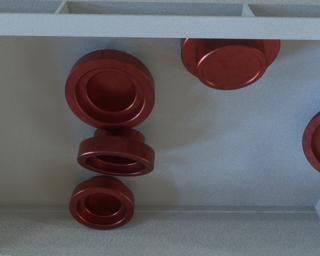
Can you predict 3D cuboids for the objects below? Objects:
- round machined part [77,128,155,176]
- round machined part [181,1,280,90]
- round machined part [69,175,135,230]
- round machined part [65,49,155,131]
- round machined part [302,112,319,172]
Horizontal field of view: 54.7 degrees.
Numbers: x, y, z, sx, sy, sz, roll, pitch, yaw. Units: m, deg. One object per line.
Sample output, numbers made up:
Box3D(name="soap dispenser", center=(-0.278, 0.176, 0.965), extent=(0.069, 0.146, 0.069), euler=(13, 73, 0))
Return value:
Box3D(name="round machined part", center=(-0.055, 0.029, 0.407), extent=(0.099, 0.042, 0.098), euler=(3, 155, 2))
Box3D(name="round machined part", center=(0.070, -0.075, 0.315), extent=(0.099, 0.042, 0.098), euler=(1, 151, 1))
Box3D(name="round machined part", center=(-0.089, 0.113, 0.490), extent=(0.099, 0.042, 0.097), euler=(-1, 125, -1))
Box3D(name="round machined part", center=(-0.055, -0.047, 0.358), extent=(0.099, 0.042, 0.097), euler=(0, 130, 0))
Box3D(name="round machined part", center=(0.237, 0.015, 0.392), extent=(0.098, 0.042, 0.097), euler=(12, 114, 31))
